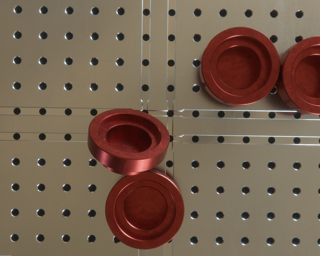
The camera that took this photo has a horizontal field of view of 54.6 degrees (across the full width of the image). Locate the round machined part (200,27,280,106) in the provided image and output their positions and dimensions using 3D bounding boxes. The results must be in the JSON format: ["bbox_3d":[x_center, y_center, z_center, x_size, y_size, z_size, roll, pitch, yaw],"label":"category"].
[{"bbox_3d":[0.100,-0.077,0.405,0.099,0.042,0.097,0,90,-1],"label":"round machined part"}]

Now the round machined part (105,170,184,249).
[{"bbox_3d":[-0.019,0.102,0.405,0.099,0.042,0.097,0,90,0],"label":"round machined part"}]

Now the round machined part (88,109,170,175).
[{"bbox_3d":[-0.040,0.020,0.386,0.098,0.098,0.042,14,126,0],"label":"round machined part"}]

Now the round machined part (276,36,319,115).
[{"bbox_3d":[0.198,-0.066,0.404,0.099,0.042,0.097,0,91,-4],"label":"round machined part"}]
